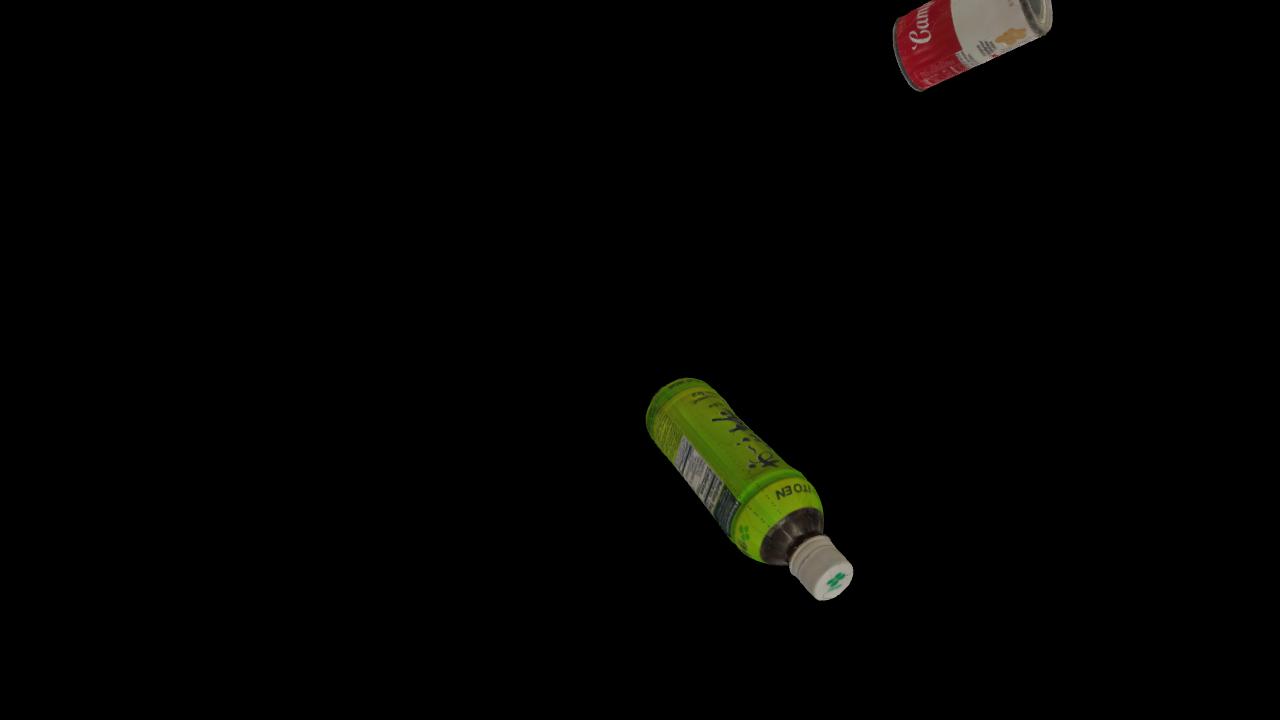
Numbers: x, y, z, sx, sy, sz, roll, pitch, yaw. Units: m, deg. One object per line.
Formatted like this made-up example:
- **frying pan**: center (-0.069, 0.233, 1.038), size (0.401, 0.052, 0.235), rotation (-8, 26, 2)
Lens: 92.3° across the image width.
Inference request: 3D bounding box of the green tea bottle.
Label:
- **green tea bottle**: center (0.075, 0.089, 0.455), size (0.073, 0.073, 0.212), rotation (0, 28, -25)

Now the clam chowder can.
- **clam chowder can**: center (0.277, -0.280, 0.515), size (0.068, 0.068, 0.102), rotation (0, -6, -40)
